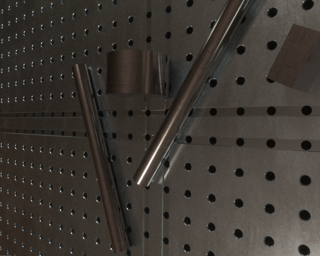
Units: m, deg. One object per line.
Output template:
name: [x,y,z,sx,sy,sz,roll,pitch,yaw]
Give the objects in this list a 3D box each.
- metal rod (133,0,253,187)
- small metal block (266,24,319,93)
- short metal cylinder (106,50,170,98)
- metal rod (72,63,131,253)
metal rod: [0.040,-0.050,0.374,0.025,0.025,0.298,42,115,31]
small metal block: [0.130,-0.062,0.285,0.025,0.050,0.050,35,111,34]
short metal cylinder: [-0.028,-0.066,0.395,0.080,0.081,0.050,4,93,39]
metal rod: [-0.095,0.039,0.484,0.025,0.025,0.299,-25,74,37]
